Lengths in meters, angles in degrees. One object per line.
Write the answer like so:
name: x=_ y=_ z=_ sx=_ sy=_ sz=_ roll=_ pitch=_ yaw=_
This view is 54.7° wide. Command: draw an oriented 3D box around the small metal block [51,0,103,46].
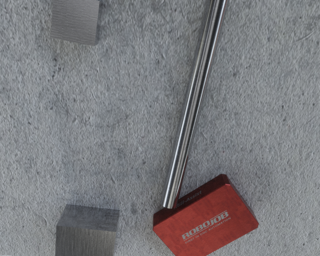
small metal block: x=-0.097 y=-0.127 z=0.362 sx=0.050 sy=0.025 sz=0.050 roll=10 pitch=110 yaw=-4

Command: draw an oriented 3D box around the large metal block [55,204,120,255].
large metal block: x=-0.105 y=0.165 z=0.456 sx=0.081 sy=0.050 sz=0.079 roll=7 pitch=110 yaw=-3

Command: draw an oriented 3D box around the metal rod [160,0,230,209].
metal rod: x=0.042 y=-0.028 z=0.400 sx=0.025 sy=0.025 sz=0.298 roll=10 pitch=110 yaw=-4

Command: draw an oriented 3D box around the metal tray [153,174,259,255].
metal tray: x=0.066 y=0.138 z=0.459 sx=0.130 sy=0.030 sz=0.090 roll=-34 pitch=107 yaw=11
